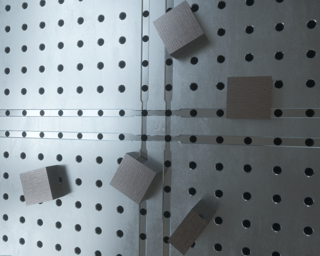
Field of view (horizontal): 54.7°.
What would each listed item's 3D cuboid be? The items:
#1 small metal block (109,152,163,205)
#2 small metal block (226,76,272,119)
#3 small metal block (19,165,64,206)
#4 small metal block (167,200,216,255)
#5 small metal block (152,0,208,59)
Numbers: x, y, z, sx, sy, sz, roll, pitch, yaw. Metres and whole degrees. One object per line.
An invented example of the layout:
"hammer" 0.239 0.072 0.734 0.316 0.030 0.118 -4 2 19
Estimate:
"small metal block" -0.033 0.067 0.423 0.050 0.025 0.050 31 100 17
"small metal block" 0.108 -0.036 0.374 0.050 0.025 0.050 2 91 19
"small metal block" -0.182 0.088 0.475 0.050 0.025 0.050 -16 85 19
"small metal block" 0.041 0.122 0.384 0.025 0.050 0.050 37 102 16
"small metal block" 0.026 -0.127 0.403 0.050 0.025 0.050 -29 81 17
